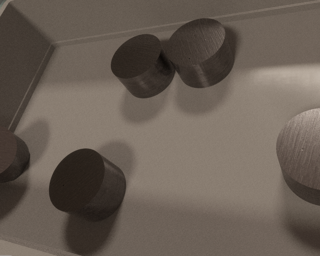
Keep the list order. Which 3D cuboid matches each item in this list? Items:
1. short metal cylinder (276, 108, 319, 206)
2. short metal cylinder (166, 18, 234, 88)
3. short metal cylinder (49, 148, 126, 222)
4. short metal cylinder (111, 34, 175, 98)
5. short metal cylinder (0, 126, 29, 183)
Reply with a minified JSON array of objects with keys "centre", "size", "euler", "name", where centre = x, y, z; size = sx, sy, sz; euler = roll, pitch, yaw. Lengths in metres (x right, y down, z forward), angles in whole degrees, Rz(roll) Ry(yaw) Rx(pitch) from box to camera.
[{"centre":[0.155,0.028,0.291],"size":[0.080,0.050,0.080],"euler":[-13,56,20],"name":"short metal cylinder"},{"centre":[0.055,-0.101,0.422],"size":[0.080,0.050,0.080],"euler":[-13,56,20],"name":"short metal cylinder"},{"centre":[-0.090,0.072,0.391],"size":[0.080,0.050,0.080],"euler":[-13,56,20],"name":"short metal cylinder"},{"centre":[-0.024,-0.091,0.457],"size":[0.080,0.050,0.080],"euler":[-13,56,20],"name":"short metal cylinder"},{"centre":[-0.250,0.041,0.472],"size":[0.081,0.050,0.080],"euler":[1,71,-2],"name":"short metal cylinder"}]
